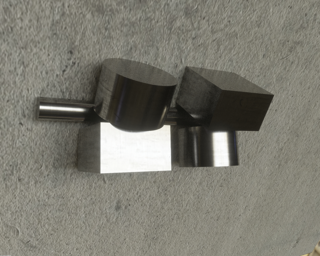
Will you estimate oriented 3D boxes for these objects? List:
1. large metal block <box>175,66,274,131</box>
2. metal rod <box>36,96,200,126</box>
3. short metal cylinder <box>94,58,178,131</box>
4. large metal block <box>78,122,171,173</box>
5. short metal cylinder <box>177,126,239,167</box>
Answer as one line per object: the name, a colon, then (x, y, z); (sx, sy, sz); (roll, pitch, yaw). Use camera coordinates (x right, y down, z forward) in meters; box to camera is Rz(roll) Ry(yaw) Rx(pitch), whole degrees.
large metal block: (0.079, -0.038, 0.392); (0.081, 0.080, 0.050); (1, 118, -29)
metal rod: (0.002, -0.016, 0.402); (0.303, 0.025, 0.025); (2, 118, -30)
short metal cylinder: (-0.027, -0.038, 0.334); (0.081, 0.080, 0.050); (3, 117, -30)
large metal block: (-0.043, 0.024, 0.356); (0.081, 0.080, 0.050); (2, 83, -30)
short metal cylinder: (0.064, 0.026, 0.416); (0.081, 0.080, 0.050); (2, 83, -29)
